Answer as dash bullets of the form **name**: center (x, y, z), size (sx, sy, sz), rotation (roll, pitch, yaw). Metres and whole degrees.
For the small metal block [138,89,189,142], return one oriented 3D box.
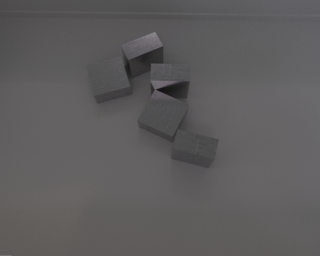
- **small metal block**: center (0.005, -0.016, 0.415), size (0.050, 0.025, 0.050), rotation (25, 72, 8)

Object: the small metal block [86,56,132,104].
- **small metal block**: center (-0.071, -0.067, 0.434), size (0.050, 0.025, 0.050), rotation (-16, 71, -6)

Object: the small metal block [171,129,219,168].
- **small metal block**: center (0.042, 0.027, 0.387), size (0.050, 0.050, 0.025), rotation (14, 71, 5)

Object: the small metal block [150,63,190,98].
- **small metal block**: center (0.013, -0.063, 0.419), size (0.050, 0.050, 0.025), rotation (1, 70, 0)

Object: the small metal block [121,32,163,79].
- **small metal block**: center (-0.024, -0.101, 0.433), size (0.050, 0.050, 0.025), rotation (-24, 72, -9)
